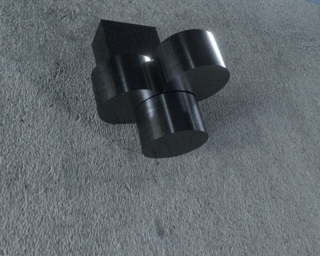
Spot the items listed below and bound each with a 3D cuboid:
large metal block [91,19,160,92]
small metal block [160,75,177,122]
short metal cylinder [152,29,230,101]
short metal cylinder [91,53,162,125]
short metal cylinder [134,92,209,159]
[{"bbox_3d":[-0.042,-0.096,0.426,0.081,0.050,0.080,-2,63,-29],"label":"large metal block"},{"bbox_3d":[0.011,-0.038,0.421,0.025,0.050,0.050,1,61,-28],"label":"small metal block"},{"bbox_3d":[0.036,-0.070,0.368,0.081,0.080,0.050,-2,63,-29],"label":"short metal cylinder"},{"bbox_3d":[-0.039,-0.045,0.377,0.081,0.080,0.050,-2,63,-29],"label":"short metal cylinder"},{"bbox_3d":[0.013,-0.001,0.378,0.081,0.080,0.050,0,62,-29],"label":"short metal cylinder"}]
